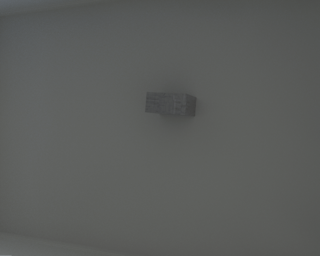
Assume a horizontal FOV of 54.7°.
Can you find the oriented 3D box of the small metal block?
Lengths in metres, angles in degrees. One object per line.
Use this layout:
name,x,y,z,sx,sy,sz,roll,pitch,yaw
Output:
small metal block,0.015,-0.030,0.391,0.050,0.050,0.025,5,92,19
